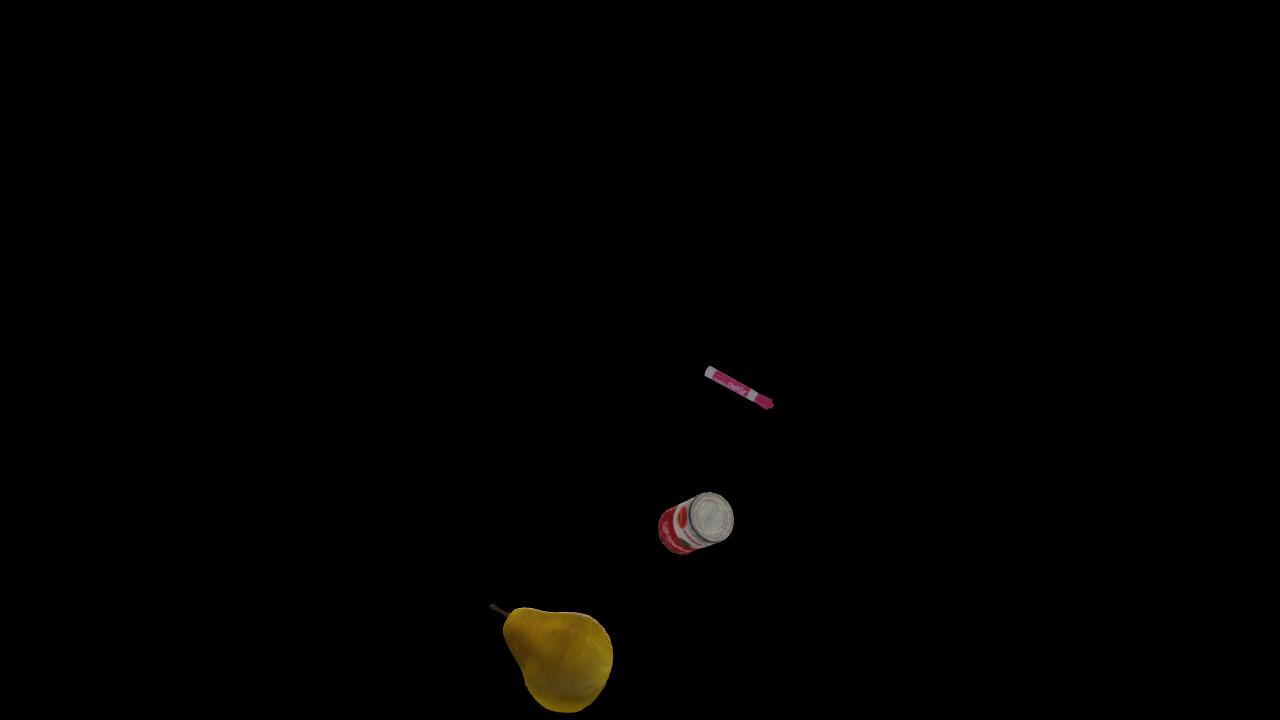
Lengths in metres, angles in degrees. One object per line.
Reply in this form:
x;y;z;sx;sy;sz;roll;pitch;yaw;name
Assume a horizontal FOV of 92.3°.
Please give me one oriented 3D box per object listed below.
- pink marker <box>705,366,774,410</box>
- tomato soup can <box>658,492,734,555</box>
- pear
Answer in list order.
0.158;0.045;0.979;0.121;0.020;0.020;30;13;24;pink marker
0.076;0.223;0.839;0.068;0.068;0.101;0;-24;-26;tomato soup can
-0.077;0.235;0.510;0.111;0.080;0.080;35;-2;-4;pear
